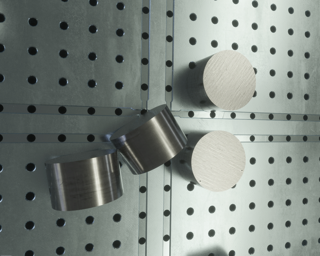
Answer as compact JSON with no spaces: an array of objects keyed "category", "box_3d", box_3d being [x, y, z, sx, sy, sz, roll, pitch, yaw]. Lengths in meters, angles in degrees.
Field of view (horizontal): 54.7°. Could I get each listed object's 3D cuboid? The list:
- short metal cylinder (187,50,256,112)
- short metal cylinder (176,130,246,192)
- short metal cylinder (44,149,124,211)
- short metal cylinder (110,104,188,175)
[{"category":"short metal cylinder","box_3d":[0.084,-0.063,0.430,0.081,0.050,0.079,0,90,-20]},{"category":"short metal cylinder","box_3d":[0.069,0.043,0.424,0.081,0.050,0.080,0,90,-20]},{"category":"short metal cylinder","box_3d":[-0.085,0.056,0.352,0.081,0.080,0.050,-9,94,-20]},{"category":"short metal cylinder","box_3d":[-0.014,0.013,0.378,0.080,0.080,0.050,-35,102,-17]}]
